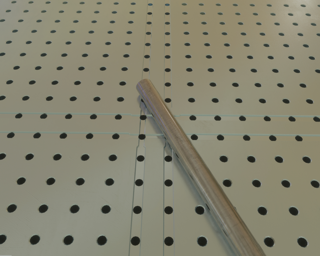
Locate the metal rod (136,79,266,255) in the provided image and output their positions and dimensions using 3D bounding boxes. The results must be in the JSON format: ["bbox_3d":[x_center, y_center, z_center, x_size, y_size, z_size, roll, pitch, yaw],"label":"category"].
[{"bbox_3d":[0.039,0.041,0.373,0.025,0.025,0.300,-19,53,-16],"label":"metal rod"}]
